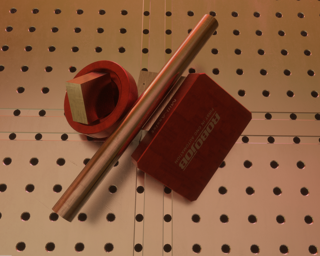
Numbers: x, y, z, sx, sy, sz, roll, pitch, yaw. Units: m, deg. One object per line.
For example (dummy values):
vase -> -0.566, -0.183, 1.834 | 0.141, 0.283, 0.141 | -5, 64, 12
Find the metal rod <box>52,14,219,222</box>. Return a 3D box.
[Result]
metal rod -> -0.018, -0.025, 0.367 | 0.025, 0.025, 0.300 | 33, 73, 11

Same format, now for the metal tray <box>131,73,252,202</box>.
metal tray -> 0.039, 0.011, 0.370 | 0.090, 0.030, 0.130 | 36, 86, -21

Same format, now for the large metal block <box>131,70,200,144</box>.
large metal block -> 0.008, -0.023, 0.406 | 0.080, 0.050, 0.080 | 9, 70, 3

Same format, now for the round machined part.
round machined part -> -0.071, -0.034, 0.400 | 0.098, 0.042, 0.098 | -7, 71, 23

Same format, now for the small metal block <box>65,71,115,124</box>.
small metal block -> -0.084, -0.039, 0.382 | 0.025, 0.050, 0.050 | 12, 30, 31
